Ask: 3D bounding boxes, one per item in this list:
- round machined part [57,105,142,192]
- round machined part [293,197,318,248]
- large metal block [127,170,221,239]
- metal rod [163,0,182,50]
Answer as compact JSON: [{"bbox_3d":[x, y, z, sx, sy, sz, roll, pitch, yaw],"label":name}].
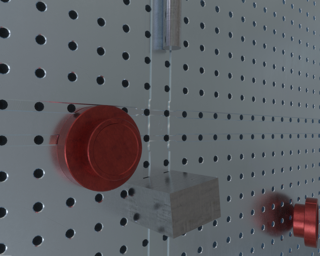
[{"bbox_3d":[-0.059,0.023,0.348,0.099,0.042,0.097,0,90,-40],"label":"round machined part"},{"bbox_3d":[0.300,0.192,0.637,0.099,0.042,0.097,-1,92,-60],"label":"round machined part"},{"bbox_3d":[0.017,0.090,0.388,0.081,0.080,0.050,-8,96,-40],"label":"large metal block"},{"bbox_3d":[0.018,-0.258,0.423,0.025,0.025,0.298,1,90,-40],"label":"metal rod"}]
